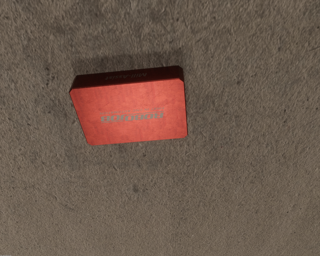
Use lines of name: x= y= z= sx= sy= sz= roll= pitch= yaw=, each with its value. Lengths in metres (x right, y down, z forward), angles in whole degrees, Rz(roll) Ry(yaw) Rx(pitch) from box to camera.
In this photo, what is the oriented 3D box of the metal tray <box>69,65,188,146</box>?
metal tray: x=-0.034 y=-0.025 z=0.382 sx=0.131 sy=0.030 sz=0.089 roll=-5 pitch=130 yaw=3
